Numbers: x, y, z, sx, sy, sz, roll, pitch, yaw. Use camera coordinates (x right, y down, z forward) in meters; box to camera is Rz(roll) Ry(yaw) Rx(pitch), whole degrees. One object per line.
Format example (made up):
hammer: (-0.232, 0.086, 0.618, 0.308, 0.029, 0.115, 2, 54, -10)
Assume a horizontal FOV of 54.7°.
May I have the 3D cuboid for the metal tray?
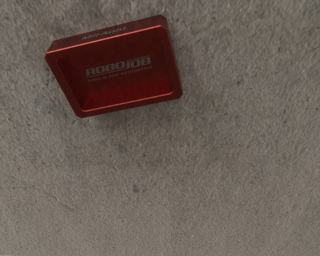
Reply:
metal tray: (-0.047, -0.065, 0.347, 0.131, 0.030, 0.090, -11, 130, 8)
